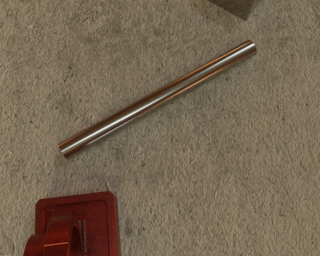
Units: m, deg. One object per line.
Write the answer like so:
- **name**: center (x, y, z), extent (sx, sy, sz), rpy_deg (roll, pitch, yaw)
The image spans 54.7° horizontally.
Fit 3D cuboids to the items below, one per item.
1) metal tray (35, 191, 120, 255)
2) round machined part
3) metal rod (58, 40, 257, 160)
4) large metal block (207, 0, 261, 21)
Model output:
- **metal tray**: center (-0.092, 0.143, 0.351), extent (0.091, 0.030, 0.129), rpy_deg (-6, 70, -3)
- **round machined part**: center (-0.103, 0.137, 0.303), extent (0.042, 0.098, 0.098), rpy_deg (-5, 70, -8)
- **metal rod**: center (0.004, -0.043, 0.423), extent (0.302, 0.025, 0.025), rpy_deg (-30, 73, -11)
- **large metal block**: center (0.124, -0.228, 0.480), extent (0.080, 0.050, 0.080), rpy_deg (33, 73, 11)
